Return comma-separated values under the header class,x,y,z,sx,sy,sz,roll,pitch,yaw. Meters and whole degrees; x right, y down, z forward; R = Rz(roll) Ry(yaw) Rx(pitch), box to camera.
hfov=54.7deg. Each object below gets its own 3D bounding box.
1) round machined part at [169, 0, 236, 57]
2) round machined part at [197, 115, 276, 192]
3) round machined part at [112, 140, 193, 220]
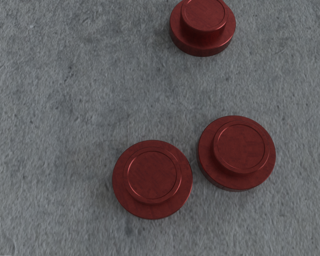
class,x,y,z,sx,sy,sz,roll,pitch,yaw
round machined part,0.064,-0.158,0.458,0.099,0.042,0.098,0,70,-1
round machined part,0.097,0.029,0.390,0.099,0.042,0.098,0,70,-1
round machined part,-0.009,0.060,0.377,0.099,0.042,0.098,0,70,-1
